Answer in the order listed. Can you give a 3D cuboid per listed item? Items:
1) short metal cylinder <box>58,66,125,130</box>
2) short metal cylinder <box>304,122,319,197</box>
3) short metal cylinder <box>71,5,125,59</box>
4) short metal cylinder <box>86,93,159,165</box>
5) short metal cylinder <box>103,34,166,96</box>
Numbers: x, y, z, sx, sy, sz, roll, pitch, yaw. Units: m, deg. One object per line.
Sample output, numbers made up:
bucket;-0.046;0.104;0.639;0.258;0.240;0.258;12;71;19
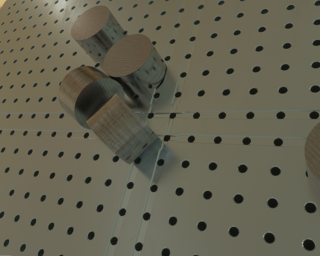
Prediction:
short metal cylinder;-0.099;-0.044;0.452;0.080;0.080;0.050;-49;51;-6
short metal cylinder;0.176;0.031;0.280;0.080;0.050;0.080;-13;56;21
short metal cylinder;-0.111;-0.171;0.556;0.080;0.050;0.080;-13;56;21
short metal cylinder;-0.048;0.001;0.397;0.050;0.080;0.080;-44;51;-2
short metal cylinder;-0.038;-0.095;0.470;0.080;0.050;0.080;-13;56;21
